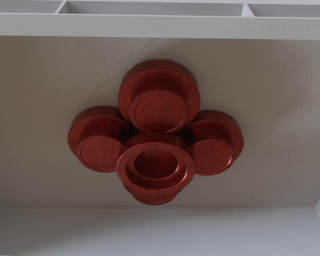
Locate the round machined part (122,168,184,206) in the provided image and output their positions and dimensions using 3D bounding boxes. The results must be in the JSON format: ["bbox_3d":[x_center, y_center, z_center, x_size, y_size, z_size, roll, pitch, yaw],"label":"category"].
[{"bbox_3d":[-0.008,0.078,0.461,0.099,0.042,0.097,-1,129,-1],"label":"round machined part"}]

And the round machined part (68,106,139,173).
[{"bbox_3d":[-0.073,0.022,0.413,0.099,0.042,0.097,0,130,0],"label":"round machined part"}]

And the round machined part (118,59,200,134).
[{"bbox_3d":[-0.001,-0.028,0.370,0.099,0.042,0.097,0,130,0],"label":"round machined part"}]

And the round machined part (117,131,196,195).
[{"bbox_3d":[-0.005,0.040,0.402,0.099,0.042,0.097,0,130,0],"label":"round machined part"}]

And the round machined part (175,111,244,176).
[{"bbox_3d":[0.064,0.027,0.419,0.099,0.042,0.097,0,130,0],"label":"round machined part"}]
